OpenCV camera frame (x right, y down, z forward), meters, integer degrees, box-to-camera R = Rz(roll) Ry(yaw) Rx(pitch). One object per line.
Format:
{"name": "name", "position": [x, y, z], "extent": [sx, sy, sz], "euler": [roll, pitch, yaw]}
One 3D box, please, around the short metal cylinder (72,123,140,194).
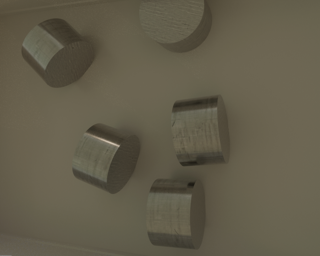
{"name": "short metal cylinder", "position": [-0.068, 0.039, 0.404], "extent": [0.050, 0.080, 0.080], "euler": [19, 96, 19]}

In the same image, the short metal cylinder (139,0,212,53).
{"name": "short metal cylinder", "position": [0.021, -0.140, 0.389], "extent": [0.080, 0.050, 0.079], "euler": [0, 90, 19]}

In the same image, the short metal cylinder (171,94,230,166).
{"name": "short metal cylinder", "position": [0.050, 0.004, 0.363], "extent": [0.050, 0.080, 0.080], "euler": [-6, 88, 20]}

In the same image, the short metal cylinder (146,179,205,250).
{"name": "short metal cylinder", "position": [0.022, 0.102, 0.373], "extent": [0.050, 0.080, 0.079], "euler": [-2, 89, 20]}

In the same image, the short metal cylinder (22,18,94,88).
{"name": "short metal cylinder", "position": [-0.140, -0.102, 0.429], "extent": [0.050, 0.080, 0.080], "euler": [45, 104, 14]}
